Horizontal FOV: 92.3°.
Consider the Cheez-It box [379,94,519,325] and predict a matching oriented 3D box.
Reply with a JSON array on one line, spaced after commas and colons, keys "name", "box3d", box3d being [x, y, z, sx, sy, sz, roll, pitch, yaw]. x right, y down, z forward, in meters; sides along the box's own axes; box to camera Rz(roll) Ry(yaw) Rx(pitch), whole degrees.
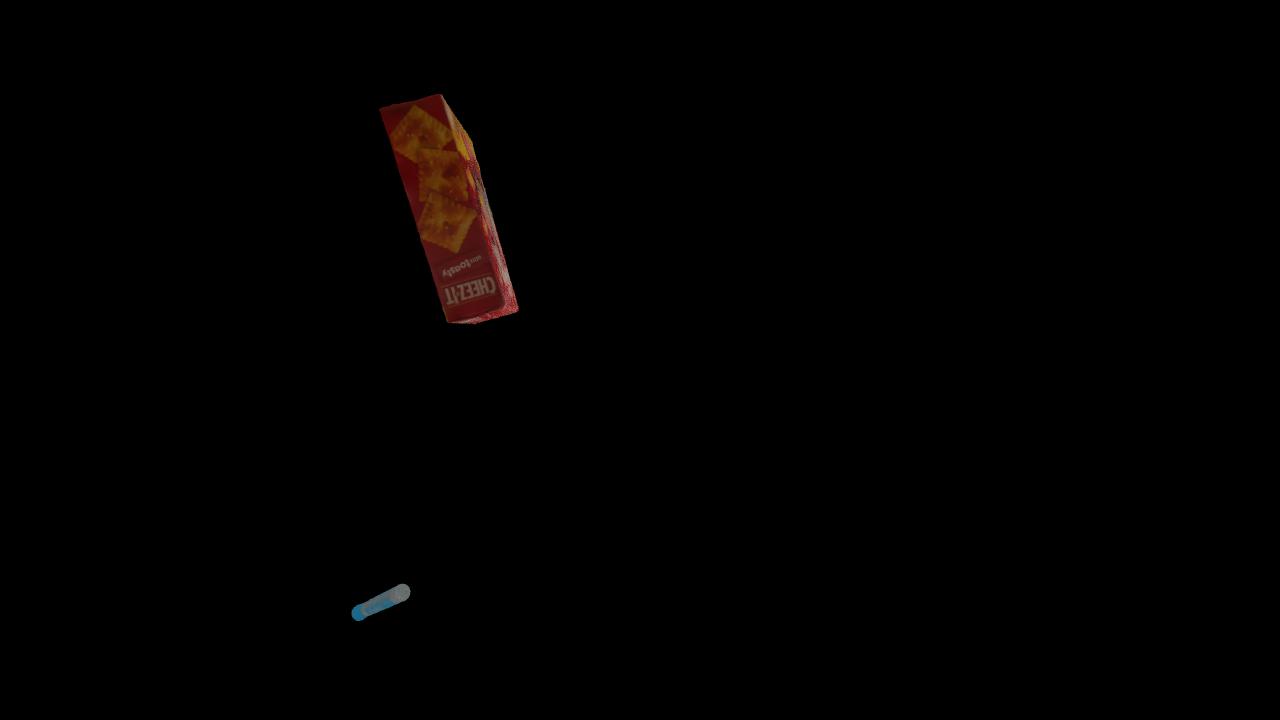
[{"name": "Cheez-It box", "box3d": [-0.201, -0.153, 0.686, 0.071, 0.223, 0.166, -16, 5, -4]}]

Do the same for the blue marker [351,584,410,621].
[{"name": "blue marker", "box3d": [-0.305, 0.285, 0.719, 0.121, 0.020, 0.020, -32, -20, 36]}]
